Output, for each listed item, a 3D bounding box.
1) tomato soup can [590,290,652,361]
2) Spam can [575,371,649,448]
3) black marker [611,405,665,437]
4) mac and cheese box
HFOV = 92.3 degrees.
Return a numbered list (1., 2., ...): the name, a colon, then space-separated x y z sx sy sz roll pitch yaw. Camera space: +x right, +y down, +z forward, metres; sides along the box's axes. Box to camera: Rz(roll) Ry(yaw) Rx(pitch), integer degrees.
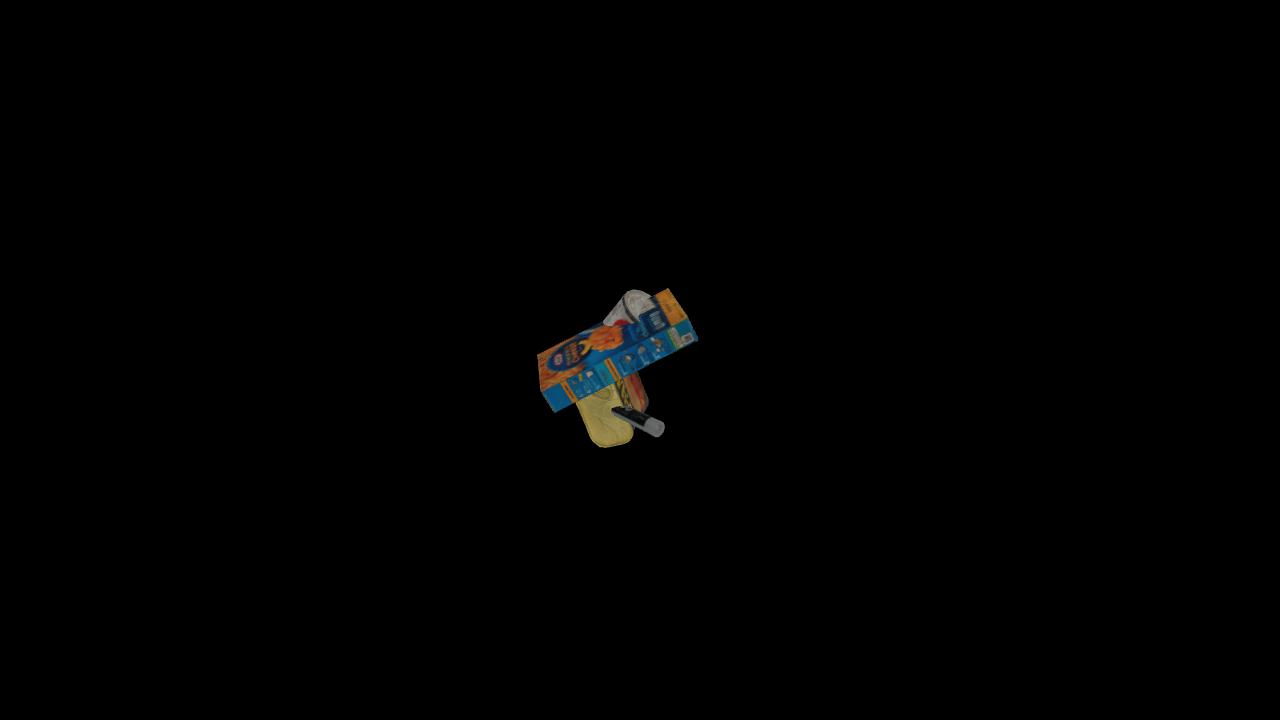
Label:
1. tomato soup can: -0.018 -0.030 0.759 0.068 0.068 0.101 0 -38 -45
2. Spam can: -0.035 0.042 0.757 0.058 0.101 0.085 -14 17 21
3. black marker: -0.021 0.060 0.721 0.121 0.020 0.020 22 15 41
4. mac and cheese box: -0.031 -0.014 0.724 0.184 0.041 0.093 -27 31 2
